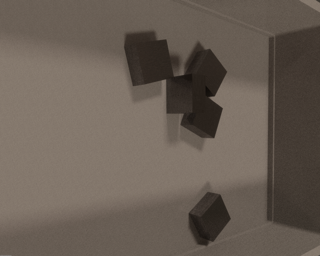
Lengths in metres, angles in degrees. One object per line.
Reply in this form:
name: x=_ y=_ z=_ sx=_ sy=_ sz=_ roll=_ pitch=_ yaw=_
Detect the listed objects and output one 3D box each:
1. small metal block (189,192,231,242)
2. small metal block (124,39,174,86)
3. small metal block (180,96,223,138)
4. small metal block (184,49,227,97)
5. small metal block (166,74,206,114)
small metal block: x=0.077 y=0.135 z=0.474 sx=0.050 sy=0.025 sz=0.050 roll=-39 pitch=114 yaw=-33
small metal block: x=-0.013 y=-0.084 z=0.397 sx=0.050 sy=0.025 sz=0.050 roll=-20 pitch=103 yaw=-38
small metal block: x=0.063 y=-0.017 z=0.462 sx=0.050 sy=0.025 sz=0.050 roll=30 pitch=72 yaw=-36
small metal block: x=0.069 y=-0.082 z=0.467 sx=0.050 sy=0.025 sz=0.050 roll=44 pitch=64 yaw=-32
small metal block: x=0.035 y=-0.045 z=0.422 sx=0.025 sy=0.050 sz=0.050 roll=-1 pitch=91 yaw=-40
